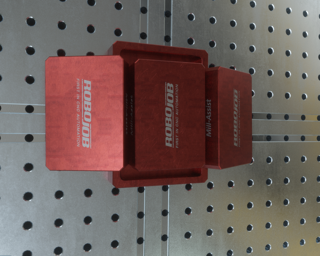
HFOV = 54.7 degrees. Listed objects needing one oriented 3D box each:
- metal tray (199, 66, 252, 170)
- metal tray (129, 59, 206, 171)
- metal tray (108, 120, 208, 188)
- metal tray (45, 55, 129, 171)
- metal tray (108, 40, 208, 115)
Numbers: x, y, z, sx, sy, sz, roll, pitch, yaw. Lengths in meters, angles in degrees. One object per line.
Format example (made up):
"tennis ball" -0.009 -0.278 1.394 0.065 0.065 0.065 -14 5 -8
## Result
"metal tray" 0.092 -0.013 0.425 0.091 0.030 0.129 -1 91 -47
"metal tray" 0.009 -0.015 0.382 0.091 0.030 0.129 0 90 -21
"metal tray" -0.001 0.029 0.411 0.131 0.030 0.089 0 90 -21
"metal tray" -0.084 -0.017 0.360 0.091 0.030 0.129 0 90 5
"metal tray" -0.001 -0.061 0.410 0.131 0.030 0.089 0 90 -21
